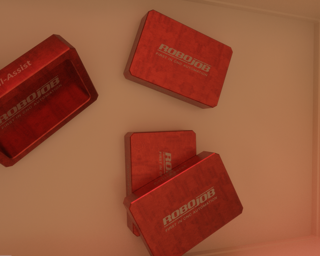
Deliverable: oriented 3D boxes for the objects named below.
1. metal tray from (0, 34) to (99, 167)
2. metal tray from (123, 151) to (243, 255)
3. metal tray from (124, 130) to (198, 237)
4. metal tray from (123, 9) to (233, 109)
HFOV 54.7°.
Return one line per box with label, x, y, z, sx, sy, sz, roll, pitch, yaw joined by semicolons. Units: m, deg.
metal tray;-0.135;-0.026;0.327;0.130;0.090;0.030;-41;64;-15
metal tray;0.032;0.097;0.388;0.131;0.030;0.090;-28;100;-18
metal tray;0.002;0.069;0.410;0.091;0.030;0.129;-2;91;-21
metal tray;0.027;-0.089;0.419;0.131;0.030;0.090;19;83;-20
